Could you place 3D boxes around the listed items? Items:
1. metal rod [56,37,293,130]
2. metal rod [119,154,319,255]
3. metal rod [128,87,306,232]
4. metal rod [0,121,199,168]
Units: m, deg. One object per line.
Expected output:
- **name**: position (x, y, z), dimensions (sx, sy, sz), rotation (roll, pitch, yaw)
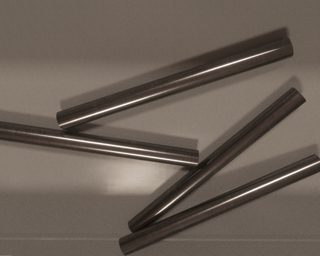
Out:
- **metal rod**: position (0.014, -0.054, 0.391), dimensions (0.301, 0.025, 0.025), rotation (-17, 109, 5)
- **metal rod**: position (0.084, 0.109, 0.438), dimensions (0.301, 0.025, 0.025), rotation (-24, 109, 2)
- **metal rod**: position (0.070, 0.054, 0.432), dimensions (0.300, 0.025, 0.025), rotation (-42, 105, 13)
- **metal rod**: position (-0.098, 0.020, 0.417), dimensions (0.302, 0.025, 0.025), rotation (9, 110, -4)
